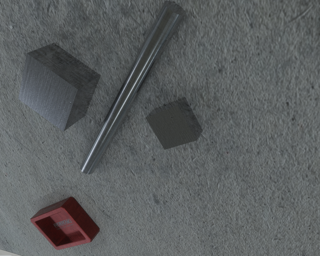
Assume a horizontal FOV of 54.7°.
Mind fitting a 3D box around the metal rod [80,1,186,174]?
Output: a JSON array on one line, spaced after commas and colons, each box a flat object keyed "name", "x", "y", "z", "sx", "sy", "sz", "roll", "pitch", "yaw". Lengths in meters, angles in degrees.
[{"name": "metal rod", "x": -0.051, "y": -0.029, "z": 0.413, "sx": 0.025, "sy": 0.025, "sz": 0.298, "roll": 37, "pitch": 129, "yaw": 3}]

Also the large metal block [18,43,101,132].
[{"name": "large metal block", "x": -0.140, "y": -0.056, "z": 0.428, "sx": 0.080, "sy": 0.050, "sz": 0.079, "roll": 35, "pitch": 129, "yaw": 4}]

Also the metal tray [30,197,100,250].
[{"name": "metal tray", "x": -0.193, "y": 0.195, "z": 0.622, "sx": 0.130, "sy": 0.030, "sz": 0.090, "roll": -27, "pitch": 104, "yaw": 37}]

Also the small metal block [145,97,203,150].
[{"name": "small metal block", "x": 0.018, "y": -0.005, "z": 0.393, "sx": 0.050, "sy": 0.025, "sz": 0.050, "roll": -19, "pitch": 108, "yaw": 35}]
